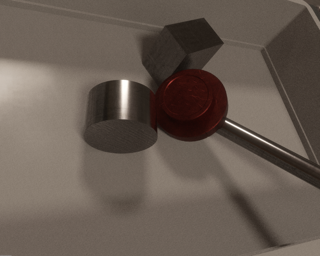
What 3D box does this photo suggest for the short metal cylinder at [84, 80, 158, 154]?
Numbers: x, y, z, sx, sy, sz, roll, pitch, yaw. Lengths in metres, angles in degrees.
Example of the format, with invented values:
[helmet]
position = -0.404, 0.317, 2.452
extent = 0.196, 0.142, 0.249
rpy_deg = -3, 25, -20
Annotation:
[short metal cylinder]
position = -0.044, -0.010, 0.354
extent = 0.081, 0.080, 0.050
rpy_deg = 11, 57, -23

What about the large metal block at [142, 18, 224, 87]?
[large metal block]
position = 0.033, -0.110, 0.457
extent = 0.081, 0.080, 0.050
rpy_deg = -26, 76, -37

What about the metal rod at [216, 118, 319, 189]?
[metal rod]
position = 0.143, 0.031, 0.387
extent = 0.300, 0.025, 0.025
rpy_deg = 30, 47, 23

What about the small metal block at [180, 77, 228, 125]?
[small metal block]
position = 0.067, -0.042, 0.470
extent = 0.050, 0.025, 0.050
rpy_deg = 41, 51, -1

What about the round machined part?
[round machined part]
position = 0.038, -0.034, 0.403
extent = 0.098, 0.042, 0.098
rpy_deg = -5, 70, 14
